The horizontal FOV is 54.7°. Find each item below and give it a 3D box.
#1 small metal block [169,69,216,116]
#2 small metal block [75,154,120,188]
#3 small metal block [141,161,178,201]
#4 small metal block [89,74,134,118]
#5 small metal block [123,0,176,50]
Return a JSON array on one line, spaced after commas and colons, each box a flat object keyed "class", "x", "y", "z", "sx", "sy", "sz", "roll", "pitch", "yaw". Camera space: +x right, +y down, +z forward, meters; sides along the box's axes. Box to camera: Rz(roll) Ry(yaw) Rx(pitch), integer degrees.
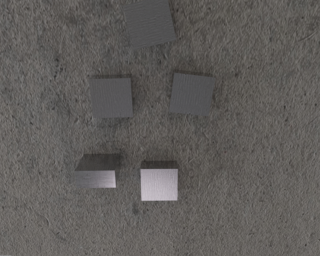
[{"class": "small metal block", "x": 0.039, "y": -0.045, "z": 0.393, "sx": 0.050, "sy": 0.025, "sz": 0.050, "roll": 6, "pitch": 110, "yaw": -3}, {"class": "small metal block", "x": -0.082, "y": 0.057, "z": 0.416, "sx": 0.050, "sy": 0.050, "sz": 0.025, "roll": -1, "pitch": 110, "yaw": 0}, {"class": "small metal block", "x": -0.001, "y": 0.074, "z": 0.437, "sx": 0.050, "sy": 0.025, "sz": 0.050, "roll": 0, "pitch": 110, "yaw": 0}, {"class": "small metal block", "x": -0.060, "y": -0.041, "z": 0.394, "sx": 0.050, "sy": 0.025, "sz": 0.050, "roll": -2, "pitch": 110, "yaw": 0}, {"class": "small metal block", "x": -0.011, "y": -0.124, "z": 0.364, "sx": 0.050, "sy": 0.025, "sz": 0.050, "roll": -13, "pitch": 110, "yaw": 4}]
